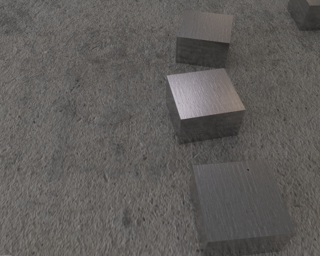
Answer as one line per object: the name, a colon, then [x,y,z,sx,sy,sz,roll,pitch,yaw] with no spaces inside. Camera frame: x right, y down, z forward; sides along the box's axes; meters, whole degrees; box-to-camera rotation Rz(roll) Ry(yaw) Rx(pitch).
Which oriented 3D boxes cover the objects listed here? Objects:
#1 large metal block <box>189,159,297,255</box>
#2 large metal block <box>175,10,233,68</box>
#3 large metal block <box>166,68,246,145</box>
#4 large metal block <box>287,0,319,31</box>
large metal block: [0.078,0.082,0.318,0.081,0.050,0.080,-4,50,-4]
large metal block: [0.073,-0.147,0.511,0.080,0.050,0.080,10,51,8]
large metal block: [0.056,-0.030,0.413,0.081,0.050,0.080,-9,51,-7]
large metal block: [0.297,-0.227,0.580,0.081,0.050,0.080,-2,50,-2]
